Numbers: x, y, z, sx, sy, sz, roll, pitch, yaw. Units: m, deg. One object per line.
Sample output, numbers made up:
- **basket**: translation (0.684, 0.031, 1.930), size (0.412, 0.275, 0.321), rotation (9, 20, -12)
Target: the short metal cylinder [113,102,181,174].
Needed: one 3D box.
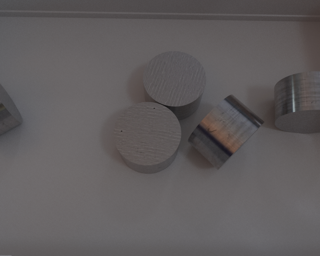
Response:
- **short metal cylinder**: translation (-0.015, 0.014, 0.391), size (0.081, 0.050, 0.080), rotation (0, 70, 0)

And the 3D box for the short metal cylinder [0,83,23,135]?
- **short metal cylinder**: translation (-0.219, -0.028, 0.388), size (0.050, 0.080, 0.080), rotation (-32, 74, -11)

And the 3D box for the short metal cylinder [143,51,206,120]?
- **short metal cylinder**: translation (0.018, -0.055, 0.417), size (0.081, 0.050, 0.080), rotation (0, 70, 0)

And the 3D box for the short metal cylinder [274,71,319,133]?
- **short metal cylinder**: translation (0.188, -0.030, 0.394), size (0.080, 0.080, 0.050), rotation (6, 70, 2)

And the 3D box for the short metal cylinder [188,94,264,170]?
- **short metal cylinder**: translation (0.080, 0.005, 0.379), size (0.080, 0.080, 0.050), rotation (-42, 76, -14)
